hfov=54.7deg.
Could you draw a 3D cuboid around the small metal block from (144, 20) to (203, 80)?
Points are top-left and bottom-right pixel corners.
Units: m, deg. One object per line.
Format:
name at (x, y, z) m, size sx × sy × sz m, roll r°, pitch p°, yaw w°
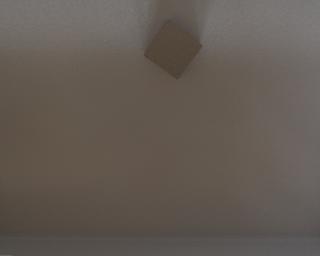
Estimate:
small metal block at (0.016, -0.095, 0.376) m, size 0.050 × 0.025 × 0.050 m, roll 34°, pitch 106°, yaw -12°
